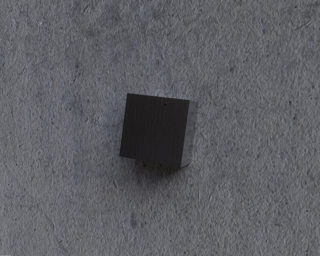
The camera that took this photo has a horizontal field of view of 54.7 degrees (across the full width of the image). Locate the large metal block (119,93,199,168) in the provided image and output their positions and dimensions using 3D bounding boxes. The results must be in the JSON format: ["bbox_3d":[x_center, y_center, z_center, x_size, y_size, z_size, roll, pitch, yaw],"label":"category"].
[{"bbox_3d":[0.000,0.001,0.396,0.080,0.050,0.079,8,93,19],"label":"large metal block"}]
